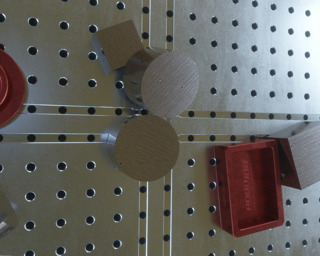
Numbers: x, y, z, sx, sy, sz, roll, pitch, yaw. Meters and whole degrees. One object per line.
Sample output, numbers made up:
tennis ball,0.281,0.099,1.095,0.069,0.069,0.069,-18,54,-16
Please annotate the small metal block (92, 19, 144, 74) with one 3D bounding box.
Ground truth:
small metal block,-0.051,-0.103,0.394,0.050,0.025,0.050,-26,99,-18

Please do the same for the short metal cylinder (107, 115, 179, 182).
short metal cylinder,-0.022,0.024,0.391,0.081,0.050,0.080,0,90,-20

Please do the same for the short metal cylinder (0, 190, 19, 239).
short metal cylinder,-0.191,0.085,0.313,0.050,0.080,0.080,-37,102,-16

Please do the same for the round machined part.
round machined part,-0.198,-0.045,0.331,0.099,0.042,0.097,0,90,-20

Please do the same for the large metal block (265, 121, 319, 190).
large metal block,0.221,0.040,0.480,0.081,0.050,0.080,-19,97,-19

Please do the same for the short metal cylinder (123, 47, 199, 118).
short metal cylinder,0.001,-0.058,0.386,0.081,0.050,0.079,-12,115,-28

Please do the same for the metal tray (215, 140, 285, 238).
metal tray,0.133,0.086,0.458,0.091,0.030,0.129,-7,92,-20
